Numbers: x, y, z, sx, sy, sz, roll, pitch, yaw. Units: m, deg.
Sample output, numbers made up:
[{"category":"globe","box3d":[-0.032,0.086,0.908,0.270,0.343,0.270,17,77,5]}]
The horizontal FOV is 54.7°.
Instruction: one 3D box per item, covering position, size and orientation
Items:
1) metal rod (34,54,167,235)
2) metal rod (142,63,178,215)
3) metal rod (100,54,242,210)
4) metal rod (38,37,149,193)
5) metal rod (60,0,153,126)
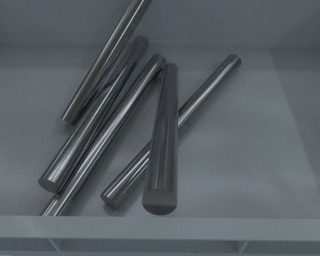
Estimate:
[{"category":"metal rod","box3d":[-0.060,-0.003,0.406,0.025,0.025,0.301,18,52,14]},{"category":"metal rod","box3d":[0.008,-0.019,0.350,0.025,0.025,0.300,3,28,2]},{"category":"metal rod","box3d":[0.032,-0.013,0.416,0.025,0.025,0.301,29,55,22]},{"category":"metal rod","box3d":[-0.073,-0.042,0.423,0.025,0.025,0.301,13,46,10]},{"category":"metal rod","box3d":[-0.048,-0.137,0.428,0.025,0.025,0.299,27,84,21]}]
